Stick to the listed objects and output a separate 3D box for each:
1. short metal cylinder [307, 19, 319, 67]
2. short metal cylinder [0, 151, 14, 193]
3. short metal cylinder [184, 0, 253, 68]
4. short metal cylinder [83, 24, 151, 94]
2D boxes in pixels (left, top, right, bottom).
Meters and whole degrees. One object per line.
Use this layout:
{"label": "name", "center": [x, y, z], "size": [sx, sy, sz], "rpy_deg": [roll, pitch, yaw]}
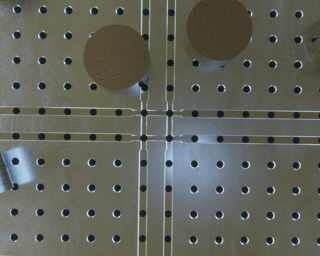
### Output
{"label": "short metal cylinder", "center": [0.243, -0.117, 0.403], "size": [0.081, 0.050, 0.079], "rpy_deg": [0, 90, 0]}
{"label": "short metal cylinder", "center": [-0.232, 0.066, 0.384], "size": [0.080, 0.080, 0.050], "rpy_deg": [-20, 90, 0]}
{"label": "short metal cylinder", "center": [0.072, -0.122, 0.401], "size": [0.081, 0.050, 0.079], "rpy_deg": [0, 90, 0]}
{"label": "short metal cylinder", "center": [-0.053, -0.086, 0.400], "size": [0.081, 0.050, 0.079], "rpy_deg": [0, 90, 0]}
